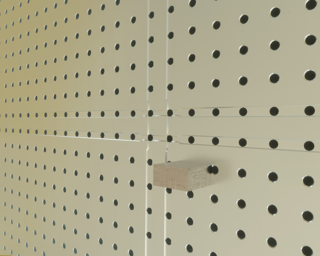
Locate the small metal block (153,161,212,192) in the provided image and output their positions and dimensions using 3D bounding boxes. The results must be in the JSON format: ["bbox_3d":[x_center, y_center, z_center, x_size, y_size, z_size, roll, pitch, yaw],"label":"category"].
[{"bbox_3d":[0.027,0.056,0.371,0.050,0.050,0.025,2,91,40],"label":"small metal block"}]
